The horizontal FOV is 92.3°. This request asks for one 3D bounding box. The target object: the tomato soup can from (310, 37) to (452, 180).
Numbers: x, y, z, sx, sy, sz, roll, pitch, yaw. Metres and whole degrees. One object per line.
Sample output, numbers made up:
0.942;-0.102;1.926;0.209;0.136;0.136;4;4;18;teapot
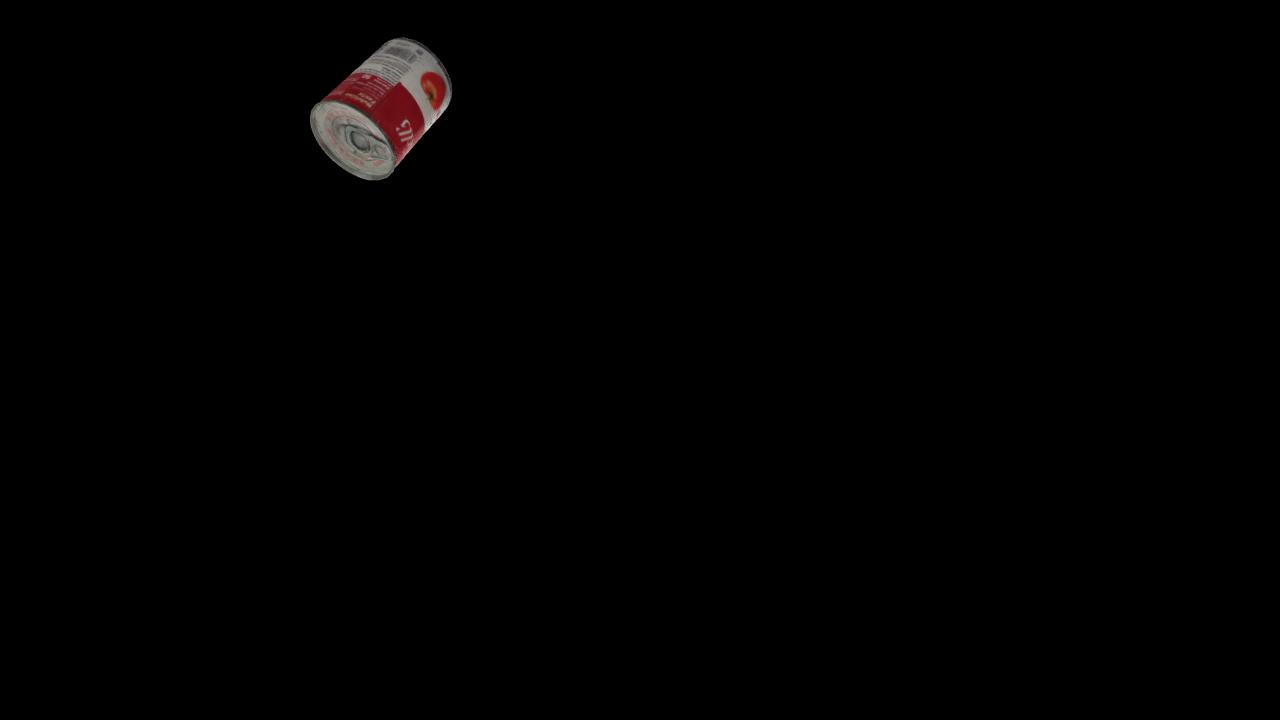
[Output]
-0.203;-0.202;0.491;0.068;0.101;0.068;13;-36;9;tomato soup can
